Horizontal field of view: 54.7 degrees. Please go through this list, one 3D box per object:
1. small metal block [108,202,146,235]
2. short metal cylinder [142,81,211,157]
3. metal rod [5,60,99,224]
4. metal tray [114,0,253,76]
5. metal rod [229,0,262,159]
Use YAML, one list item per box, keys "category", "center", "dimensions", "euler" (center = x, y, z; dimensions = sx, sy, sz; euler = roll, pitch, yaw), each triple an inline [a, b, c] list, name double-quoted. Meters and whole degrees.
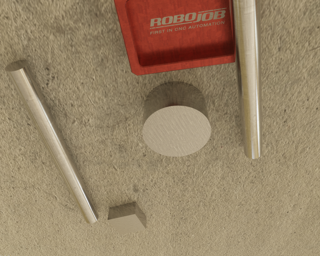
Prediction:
- category: "small metal block"
  center: [-0.056, 0.158, 0.542]
  dimensions: [0.050, 0.025, 0.050]
  euler: [-15, 129, 12]
- category: "short metal cylinder"
  center: [0.020, -0.010, 0.382]
  dimensions: [0.081, 0.050, 0.079]
  euler: [0, 130, 0]
- category: "metal rod"
  center: [-0.139, 0.043, 0.441]
  dimensions: [0.025, 0.025, 0.298]
  euler: [-6, 130, 5]
- category: "metal tray"
  center: [0.028, -0.107, 0.313]
  dimensions: [0.131, 0.030, 0.089]
  euler: [-7, 130, 5]
- category: "metal rod"
  center: [0.093, -0.055, 0.324]
  dimensions: [0.025, 0.025, 0.299]
  euler: [-12, 141, 10]
